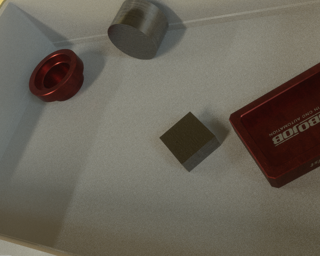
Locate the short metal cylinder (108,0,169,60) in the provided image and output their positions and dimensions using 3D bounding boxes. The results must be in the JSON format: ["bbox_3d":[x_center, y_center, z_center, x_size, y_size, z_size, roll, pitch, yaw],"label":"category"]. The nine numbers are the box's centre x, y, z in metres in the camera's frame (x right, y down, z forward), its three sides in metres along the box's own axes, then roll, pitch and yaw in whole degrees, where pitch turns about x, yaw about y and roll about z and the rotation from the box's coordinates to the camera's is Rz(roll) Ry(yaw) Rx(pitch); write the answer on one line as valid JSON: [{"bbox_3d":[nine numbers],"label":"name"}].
[{"bbox_3d":[-0.033,-0.151,0.479,0.080,0.080,0.050,10,67,32],"label":"short metal cylinder"}]

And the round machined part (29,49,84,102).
[{"bbox_3d":[-0.172,-0.085,0.535,0.098,0.042,0.098,-13,56,20],"label":"round machined part"}]

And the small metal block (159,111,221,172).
[{"bbox_3d":[0.036,0.016,0.376,0.050,0.025,0.050,-41,51,0],"label":"small metal block"}]

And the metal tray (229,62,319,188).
[{"bbox_3d":[0.152,-0.007,0.326,0.130,0.030,0.090,-31,52,7],"label":"metal tray"}]
